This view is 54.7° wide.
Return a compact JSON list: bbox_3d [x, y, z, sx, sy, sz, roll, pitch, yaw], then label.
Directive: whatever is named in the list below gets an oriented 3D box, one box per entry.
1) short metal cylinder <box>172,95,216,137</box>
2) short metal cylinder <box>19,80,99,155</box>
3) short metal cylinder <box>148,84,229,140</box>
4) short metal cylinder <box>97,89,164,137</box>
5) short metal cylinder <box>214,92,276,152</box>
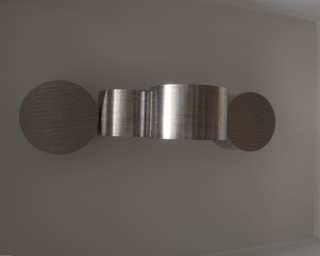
[{"bbox_3d":[0.043,-0.013,0.395,0.081,0.080,0.050,2,89,-20],"label":"short metal cylinder"},{"bbox_3d":[-0.114,-0.011,0.353,0.081,0.050,0.080,0,90,-20],"label":"short metal cylinder"},{"bbox_3d":[0.028,-0.014,0.317,0.081,0.080,0.050,2,89,-20],"label":"short metal cylinder"},{"bbox_3d":[-0.033,-0.016,0.367,0.081,0.080,0.050,2,89,-20],"label":"short metal cylinder"},{"bbox_3d":[0.113,-0.008,0.437,0.081,0.050,0.080,0,90,-20],"label":"short metal cylinder"}]
